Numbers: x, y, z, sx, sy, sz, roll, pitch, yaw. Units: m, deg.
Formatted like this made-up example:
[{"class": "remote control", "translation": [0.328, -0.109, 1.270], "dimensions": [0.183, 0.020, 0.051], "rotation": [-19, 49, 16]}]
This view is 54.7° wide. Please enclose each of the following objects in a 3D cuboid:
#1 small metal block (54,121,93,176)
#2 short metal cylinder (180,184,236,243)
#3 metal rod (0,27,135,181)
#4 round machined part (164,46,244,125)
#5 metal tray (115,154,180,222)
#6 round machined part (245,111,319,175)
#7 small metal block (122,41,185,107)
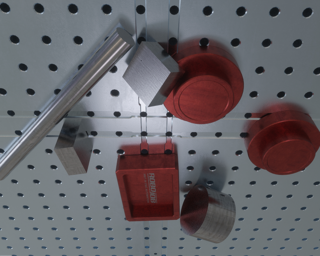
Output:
[{"class": "small metal block", "translation": [-0.115, 0.027, 0.417], "dimensions": [0.025, 0.050, 0.050], "rotation": [-8, 130, 7]}, {"class": "short metal cylinder", "translation": [0.075, 0.136, 0.492], "dimensions": [0.050, 0.080, 0.080], "rotation": [23, 126, -19]}, {"class": "metal rod", "translation": [-0.140, -0.014, 0.397], "dimensions": [0.025, 0.025, 0.299], "rotation": [36, 121, -27]}, {"class": "round machined part", "translation": [0.049, -0.043, 0.364], "dimensions": [0.099, 0.042, 0.097], "rotation": [0, 130, 0]}, {"class": "metal tray", "translation": [-0.015, 0.098, 0.491], "dimensions": [0.091, 0.030, 0.129], "rotation": [-3, 130, 2]}, {"class": "round machined part", "translation": [0.171, 0.027, 0.425], "dimensions": [0.099, 0.042, 0.097], "rotation": [0, 130, 0]}, {"class": "small metal block", "translation": [-0.008, -0.059, 0.342], "dimensions": [0.025, 0.050, 0.050], "rotation": [-15, 148, -49]}]
